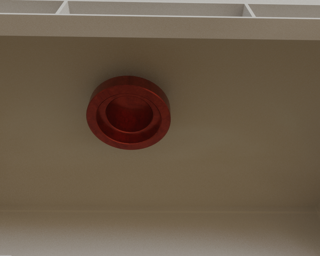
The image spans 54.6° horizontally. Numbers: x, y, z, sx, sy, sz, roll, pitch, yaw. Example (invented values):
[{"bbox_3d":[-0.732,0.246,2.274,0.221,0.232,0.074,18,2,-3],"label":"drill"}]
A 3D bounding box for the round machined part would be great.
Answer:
[{"bbox_3d":[-0.037,-0.022,0.379,0.099,0.042,0.097,0,130,0],"label":"round machined part"}]
